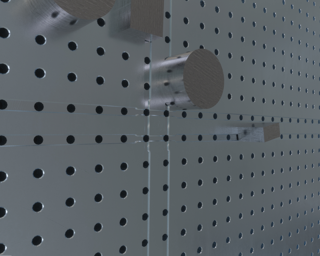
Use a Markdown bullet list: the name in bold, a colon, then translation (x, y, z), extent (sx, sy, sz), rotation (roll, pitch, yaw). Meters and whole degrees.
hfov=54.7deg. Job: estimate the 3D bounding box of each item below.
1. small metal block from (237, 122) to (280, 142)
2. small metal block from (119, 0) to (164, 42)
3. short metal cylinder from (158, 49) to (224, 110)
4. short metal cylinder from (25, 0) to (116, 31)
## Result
- **small metal block**: translation (0.171, 0.007, 0.537), extent (0.050, 0.050, 0.025), rotation (-13, 98, -39)
- **small metal block**: translation (-0.023, -0.142, 0.390), extent (0.050, 0.025, 0.050), rotation (3, 88, -40)
- **short metal cylinder**: translation (0.044, -0.065, 0.430), extent (0.081, 0.050, 0.079), rotation (0, 91, -40)
- **short metal cylinder**: translation (-0.092, -0.145, 0.316), extent (0.081, 0.050, 0.079), rotation (0, 90, -40)
